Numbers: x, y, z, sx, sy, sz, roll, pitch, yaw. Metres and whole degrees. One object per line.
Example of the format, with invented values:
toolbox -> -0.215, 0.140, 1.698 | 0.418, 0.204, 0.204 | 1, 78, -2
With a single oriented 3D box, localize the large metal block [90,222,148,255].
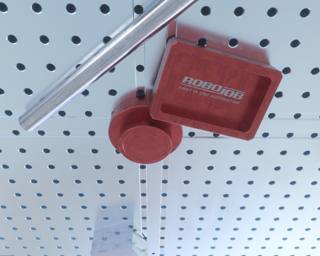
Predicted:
large metal block -> -0.074, 0.230, 0.590 | 0.080, 0.050, 0.080 | -15, 129, 11

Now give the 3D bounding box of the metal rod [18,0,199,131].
metal rod -> -0.057, -0.079, 0.343 | 0.300, 0.025, 0.025 | -32, 124, 24

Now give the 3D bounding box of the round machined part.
round machined part -> -0.019, 0.010, 0.409 | 0.099, 0.042, 0.097 | 0, 130, 0

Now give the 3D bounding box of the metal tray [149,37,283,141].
metal tray -> 0.061, -0.042, 0.358 | 0.131, 0.030, 0.089 | 13, 114, -12
